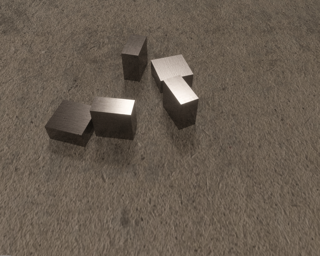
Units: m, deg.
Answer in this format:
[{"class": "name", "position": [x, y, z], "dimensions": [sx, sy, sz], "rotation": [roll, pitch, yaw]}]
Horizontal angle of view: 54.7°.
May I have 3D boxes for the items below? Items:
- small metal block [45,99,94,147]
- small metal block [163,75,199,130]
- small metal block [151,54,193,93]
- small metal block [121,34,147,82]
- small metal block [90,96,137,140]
[{"class": "small metal block", "position": [-0.113, -0.007, 0.408], "dimensions": [0.050, 0.025, 0.050], "rotation": [13, 51, 10]}, {"class": "small metal block", "position": [0.026, -0.034, 0.416], "dimensions": [0.025, 0.050, 0.050], "rotation": [-20, 53, -16]}, {"class": "small metal block", "position": [0.018, -0.084, 0.474], "dimensions": [0.050, 0.025, 0.050], "rotation": [-13, 51, -12]}, {"class": "small metal block", "position": [-0.038, -0.108, 0.477], "dimensions": [0.025, 0.050, 0.050], "rotation": [10, 51, 8]}, {"class": "small metal block", "position": [-0.058, -0.012, 0.396], "dimensions": [0.050, 0.050, 0.025], "rotation": [6, 51, 5]}]
